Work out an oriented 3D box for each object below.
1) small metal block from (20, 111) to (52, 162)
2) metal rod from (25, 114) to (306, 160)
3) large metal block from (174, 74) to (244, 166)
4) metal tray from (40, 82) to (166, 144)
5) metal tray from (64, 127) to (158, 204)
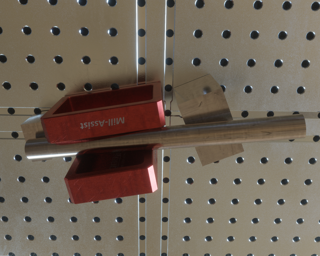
[{"bbox_3d":[-0.151,0.009,0.401,0.025,0.050,0.050,-8,110,2],"label":"small metal block"},{"bbox_3d":[-0.005,0.012,0.337,0.301,0.025,0.025,-5,111,11],"label":"metal rod"},{"bbox_3d":[0.057,-0.013,0.379,0.050,0.080,0.080,-21,109,7],"label":"large metal block"},{"bbox_3d":[-0.061,-0.021,0.369,0.131,0.090,0.030,-8,111,2],"label":"metal tray"},{"bbox_3d":[-0.050,0.036,0.370,0.091,0.130,0.030,-9,111,3],"label":"metal tray"}]
